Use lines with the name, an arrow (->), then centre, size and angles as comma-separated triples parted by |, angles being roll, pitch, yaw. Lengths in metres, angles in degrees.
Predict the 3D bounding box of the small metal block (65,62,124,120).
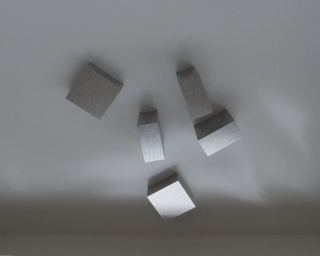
small metal block -> -0.082, -0.047, 0.393 | 0.050, 0.025, 0.050 | 34, 106, -12

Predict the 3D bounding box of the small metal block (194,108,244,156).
small metal block -> 0.074, 0.005, 0.401 | 0.050, 0.050, 0.025 | -30, 108, 10

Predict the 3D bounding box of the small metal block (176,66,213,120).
small metal block -> 0.042, -0.044, 0.382 | 0.025, 0.050, 0.050 | -21, 109, 7

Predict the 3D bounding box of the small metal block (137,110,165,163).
small metal block -> -0.011, 0.010, 0.401 | 0.025, 0.050, 0.050 | -10, 110, 3

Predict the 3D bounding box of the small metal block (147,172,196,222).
small metal block -> 0.016, 0.100, 0.449 | 0.050, 0.025, 0.050 | -30, 108, 10
